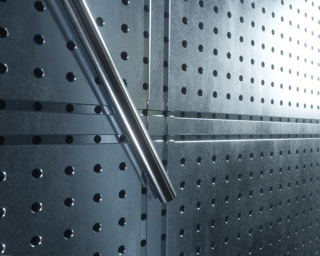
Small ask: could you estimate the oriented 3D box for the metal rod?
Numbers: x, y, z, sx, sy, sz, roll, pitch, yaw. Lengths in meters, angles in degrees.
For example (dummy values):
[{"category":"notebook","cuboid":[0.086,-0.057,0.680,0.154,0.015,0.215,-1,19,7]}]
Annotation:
[{"category":"metal rod","cuboid":[-0.047,-0.035,0.370,0.025,0.025,0.299,-38,114,-34]}]
